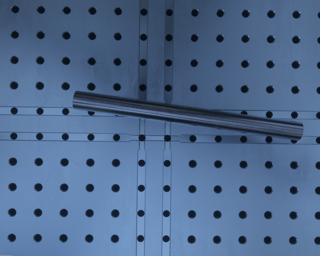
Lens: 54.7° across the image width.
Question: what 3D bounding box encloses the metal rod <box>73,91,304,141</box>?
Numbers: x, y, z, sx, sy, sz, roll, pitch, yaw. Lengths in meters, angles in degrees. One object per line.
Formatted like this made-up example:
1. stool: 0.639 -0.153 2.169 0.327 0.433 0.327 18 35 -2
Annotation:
1. metal rod: 0.037 -0.016 0.413 0.302 0.025 0.025 8 90 -1
